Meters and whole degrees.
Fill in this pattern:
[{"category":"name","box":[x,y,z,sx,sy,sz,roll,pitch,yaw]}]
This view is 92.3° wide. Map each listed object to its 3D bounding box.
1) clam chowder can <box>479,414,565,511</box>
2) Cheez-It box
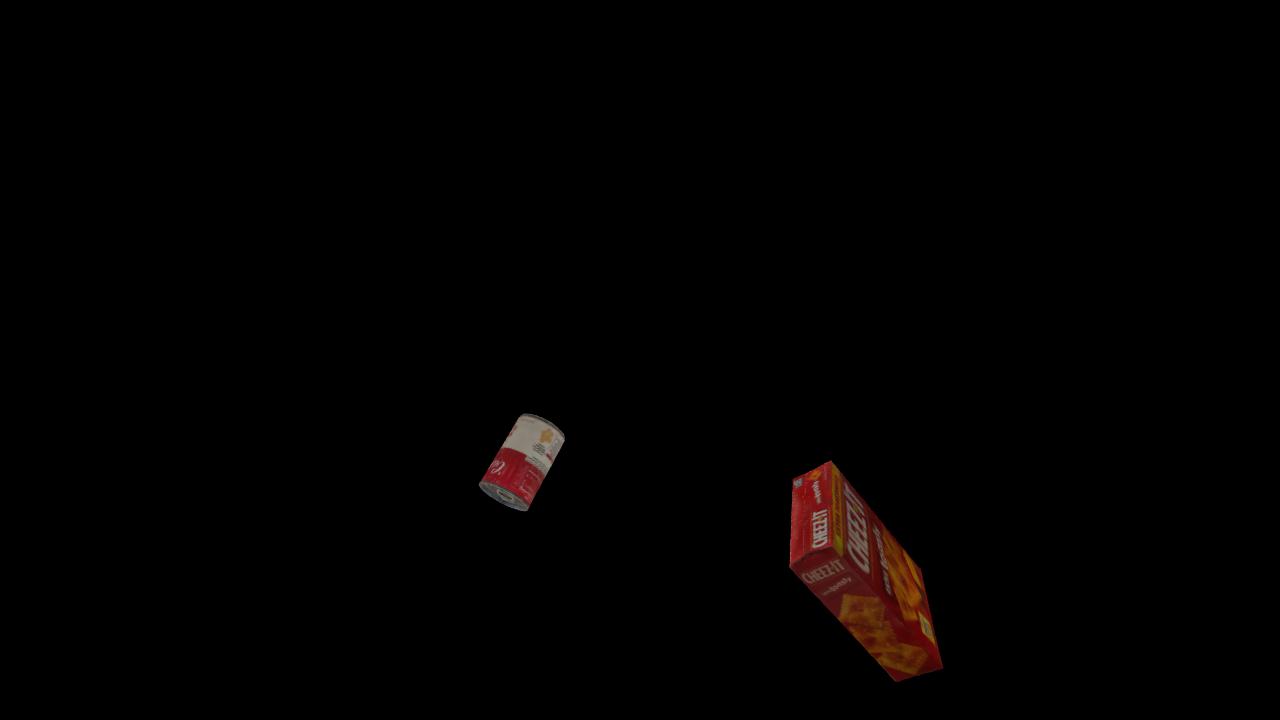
[{"category":"clam chowder can","box":[-0.144,0.126,0.764,0.068,0.102,0.068,21,-29,12]},{"category":"Cheez-It box","box":[0.281,0.263,0.782,0.071,0.223,0.166,-36,13,27]}]
